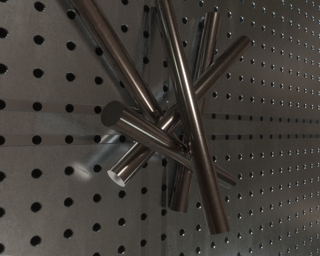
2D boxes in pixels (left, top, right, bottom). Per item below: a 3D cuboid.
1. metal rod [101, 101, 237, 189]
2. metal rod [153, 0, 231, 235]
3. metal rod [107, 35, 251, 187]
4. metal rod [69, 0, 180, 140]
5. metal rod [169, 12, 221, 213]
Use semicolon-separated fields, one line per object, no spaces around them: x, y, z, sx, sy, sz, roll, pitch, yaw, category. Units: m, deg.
0.036;0.037;0.392;0.301;0.025;0.025;33;69;-52;metal rod
0.034;-0.028;0.374;0.025;0.025;0.299;2;69;-40;metal rod
0.042;-0.040;0.412;0.301;0.025;0.025;-46;118;-30;metal rod
-0.051;-0.087;0.367;0.025;0.025;0.299;-47;118;-30;metal rod
0.054;-0.029;0.456;0.025;0.025;0.299;19;78;-39;metal rod
